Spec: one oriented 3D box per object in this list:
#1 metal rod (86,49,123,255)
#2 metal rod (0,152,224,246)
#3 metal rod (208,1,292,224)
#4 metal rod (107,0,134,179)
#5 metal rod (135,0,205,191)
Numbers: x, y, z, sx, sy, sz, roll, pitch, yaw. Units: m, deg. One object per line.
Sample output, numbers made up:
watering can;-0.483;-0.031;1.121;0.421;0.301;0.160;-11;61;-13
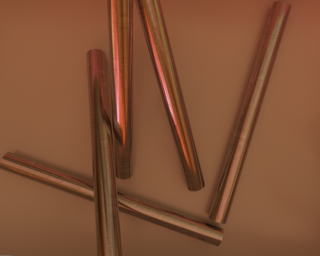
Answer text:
metal rod;-0.065;0.039;0.353;0.025;0.025;0.299;-8;67;0
metal rod;-0.062;0.094;0.410;0.302;0.025;0.025;20;90;-1
metal rod;0.119;-0.020;0.412;0.025;0.025;0.298;17;90;-1
metal rod;-0.041;-0.066;0.335;0.025;0.025;0.298;3;122;0
metal rod;0.010;-0.053;0.352;0.025;0.025;0.298;-17;114;0
